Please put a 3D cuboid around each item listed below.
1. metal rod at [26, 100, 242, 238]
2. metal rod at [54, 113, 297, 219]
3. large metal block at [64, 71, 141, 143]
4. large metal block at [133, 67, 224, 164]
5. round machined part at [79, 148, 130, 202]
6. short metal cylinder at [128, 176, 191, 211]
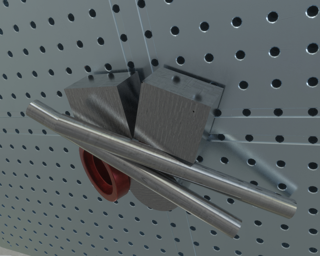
[{"bbox_3d":[-0.038,0.047,0.389,0.301,0.025,0.025,30,128,8],"label":"metal rod"},{"bbox_3d":[0.021,0.047,0.376,0.302,0.025,0.025,21,128,-2],"label":"metal rod"},{"bbox_3d":[-0.066,-0.025,0.405,0.080,0.050,0.080,1,119,27],"label":"large metal block"},{"bbox_3d":[0.020,-0.016,0.368,0.080,0.050,0.079,22,127,15],"label":"large metal block"},{"bbox_3d":[-0.074,0.055,0.454,0.098,0.042,0.097,33,137,37],"label":"round machined part"},{"bbox_3d":[0.002,0.068,0.430,0.080,0.050,0.079,13,124,21],"label":"short metal cylinder"}]
